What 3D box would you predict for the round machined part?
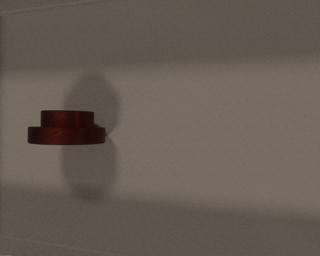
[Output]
[{"bbox_3d":[-0.123,-0.002,0.414,0.098,0.098,0.042,1,91,19],"label":"round machined part"}]
